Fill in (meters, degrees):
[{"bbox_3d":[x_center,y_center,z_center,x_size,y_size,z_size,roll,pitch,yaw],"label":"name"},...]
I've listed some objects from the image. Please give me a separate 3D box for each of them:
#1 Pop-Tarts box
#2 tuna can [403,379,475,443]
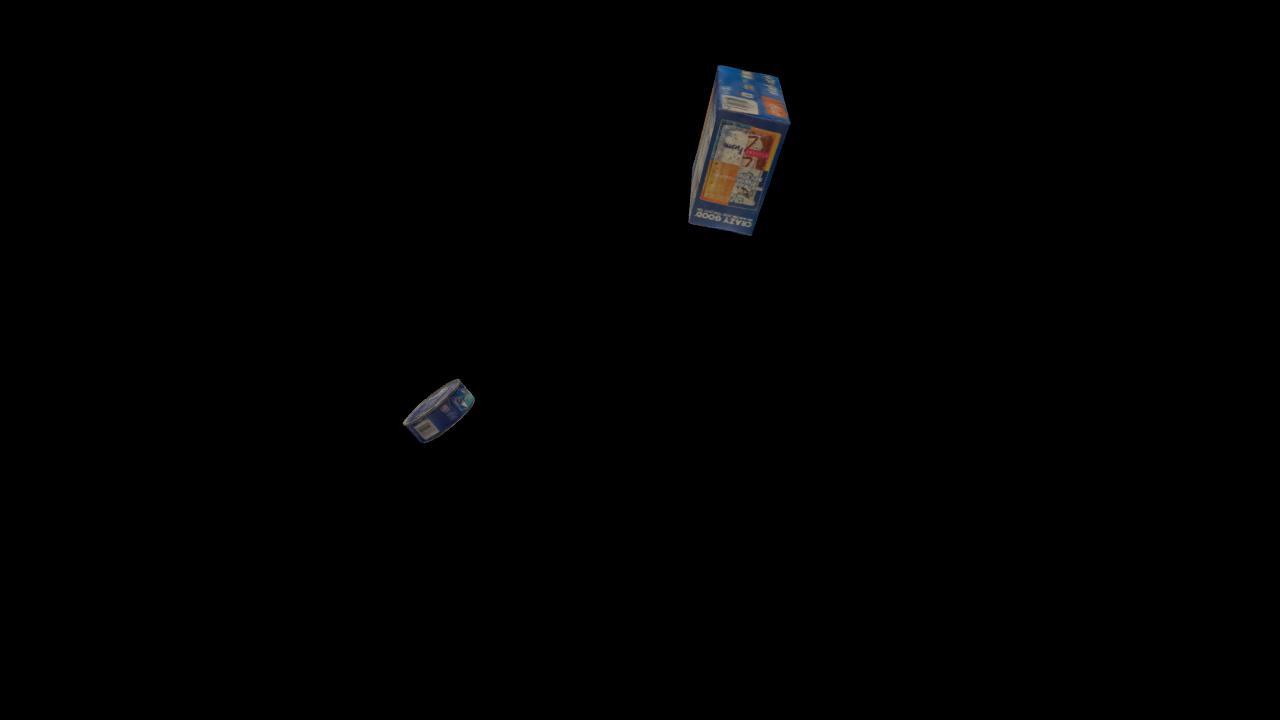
[{"bbox_3d":[0.116,-0.258,0.751,0.083,0.141,0.167,12,40,-3],"label":"Pop-Tarts box"},{"bbox_3d":[-0.242,0.062,0.746,0.084,0.034,0.084,-33,18,12],"label":"tuna can"}]
